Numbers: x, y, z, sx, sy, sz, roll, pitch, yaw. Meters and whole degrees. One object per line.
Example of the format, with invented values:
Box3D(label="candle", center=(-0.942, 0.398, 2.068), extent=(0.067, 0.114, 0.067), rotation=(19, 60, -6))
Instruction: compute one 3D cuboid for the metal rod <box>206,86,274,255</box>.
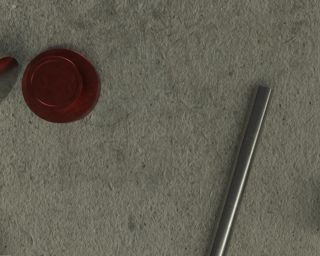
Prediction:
Box3D(label="metal rod", center=(0.097, 0.091, 0.411), extent=(0.025, 0.025, 0.298), rotation=(16, 90, -1))

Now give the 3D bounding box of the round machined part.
Box3D(label="round machined part", center=(-0.130, -0.055, 0.400), extent=(0.099, 0.042, 0.097), rotation=(0, 90, -1))

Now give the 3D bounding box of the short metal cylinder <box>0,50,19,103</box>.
Box3D(label="short metal cylinder", center=(-0.222, -0.065, 0.380), extent=(0.050, 0.080, 0.080), rotation=(31, 90, -1))
